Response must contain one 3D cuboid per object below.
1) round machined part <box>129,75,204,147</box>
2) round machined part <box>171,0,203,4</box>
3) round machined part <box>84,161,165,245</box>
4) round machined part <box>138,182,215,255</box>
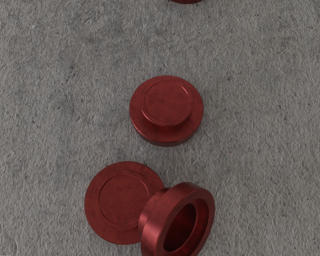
[{"bbox_3d":[0.009,-0.027,0.409,0.099,0.042,0.098,0,70,0],"label":"round machined part"},{"bbox_3d":[0.042,-0.250,0.491,0.099,0.042,0.098,0,70,0],"label":"round machined part"},{"bbox_3d":[-0.040,0.087,0.367,0.099,0.042,0.098,0,70,0],"label":"round machined part"},{"bbox_3d":[0.015,0.105,0.340,0.042,0.098,0.098,20,68,40],"label":"round machined part"}]
